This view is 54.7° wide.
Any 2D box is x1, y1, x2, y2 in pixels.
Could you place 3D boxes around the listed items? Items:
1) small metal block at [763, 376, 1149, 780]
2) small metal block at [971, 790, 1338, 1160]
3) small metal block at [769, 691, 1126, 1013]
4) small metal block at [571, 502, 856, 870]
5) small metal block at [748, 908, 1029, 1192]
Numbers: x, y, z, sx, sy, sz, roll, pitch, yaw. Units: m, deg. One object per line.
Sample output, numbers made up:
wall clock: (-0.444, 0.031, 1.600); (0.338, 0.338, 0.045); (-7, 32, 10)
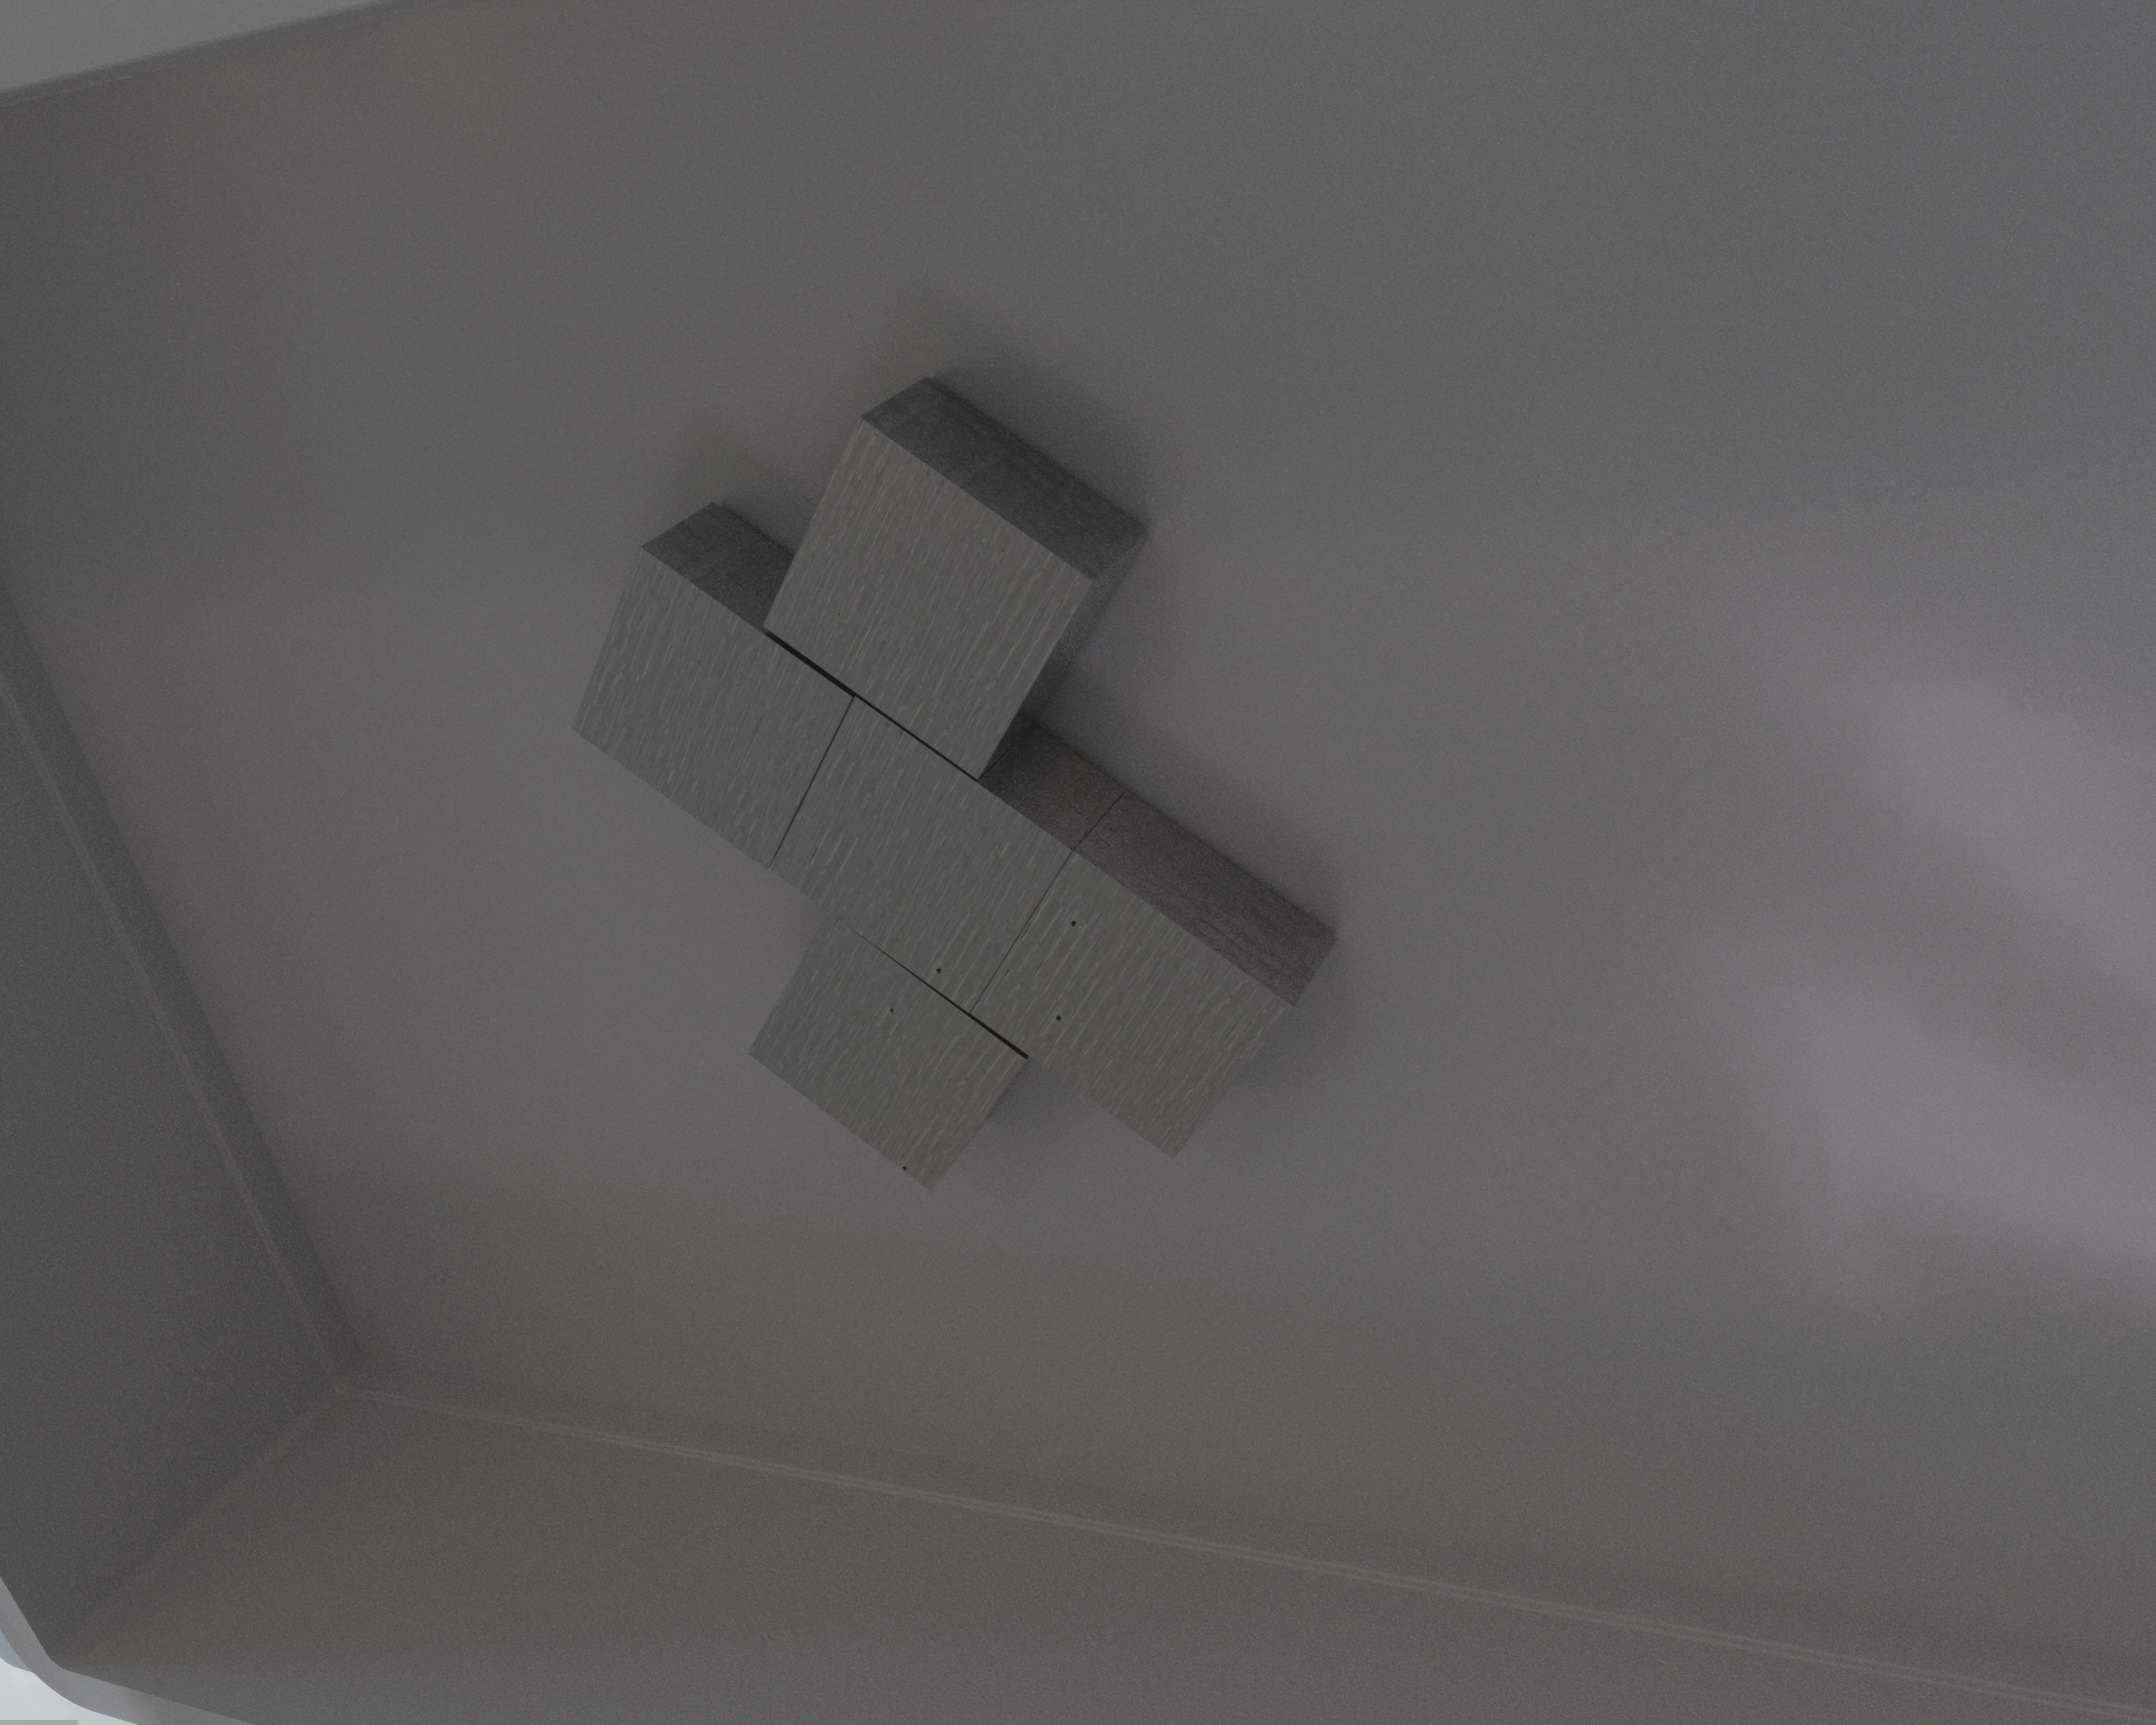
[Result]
small metal block: (-0.023, -0.052, 0.386); (0.050, 0.025, 0.050); (36, 128, 4)
small metal block: (0.014, 0.023, 0.412); (0.050, 0.025, 0.050); (36, 129, 4)
small metal block: (-0.027, -0.006, 0.415); (0.050, 0.025, 0.050); (36, 129, 4)
small metal block: (-0.068, -0.035, 0.420); (0.050, 0.025, 0.050); (36, 129, 4)
small metal block: (-0.036, 0.035, 0.447); (0.050, 0.025, 0.050); (37, 130, 3)
